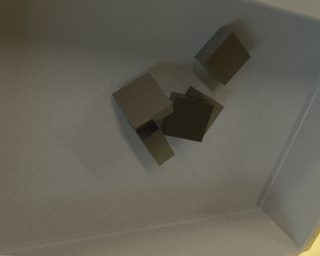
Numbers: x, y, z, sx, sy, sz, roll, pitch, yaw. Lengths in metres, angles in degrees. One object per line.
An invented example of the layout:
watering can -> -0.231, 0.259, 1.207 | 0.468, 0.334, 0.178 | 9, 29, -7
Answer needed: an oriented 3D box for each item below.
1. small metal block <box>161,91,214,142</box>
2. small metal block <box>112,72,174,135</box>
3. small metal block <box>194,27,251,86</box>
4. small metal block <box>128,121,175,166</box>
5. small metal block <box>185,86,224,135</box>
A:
small metal block -> 0.033, -0.014, 0.390 | 0.050, 0.025, 0.050 | 12, 108, -15
small metal block -> -0.020, -0.029, 0.361 | 0.050, 0.050, 0.025 | -33, 159, -8
small metal block -> 0.081, -0.091, 0.398 | 0.050, 0.025, 0.050 | -48, 129, 6
small metal block -> -0.011, 0.012, 0.396 | 0.025, 0.050, 0.050 | -35, 129, -6
small metal block -> 0.051, -0.022, 0.425 | 0.050, 0.025, 0.050 | 23, 106, -37
